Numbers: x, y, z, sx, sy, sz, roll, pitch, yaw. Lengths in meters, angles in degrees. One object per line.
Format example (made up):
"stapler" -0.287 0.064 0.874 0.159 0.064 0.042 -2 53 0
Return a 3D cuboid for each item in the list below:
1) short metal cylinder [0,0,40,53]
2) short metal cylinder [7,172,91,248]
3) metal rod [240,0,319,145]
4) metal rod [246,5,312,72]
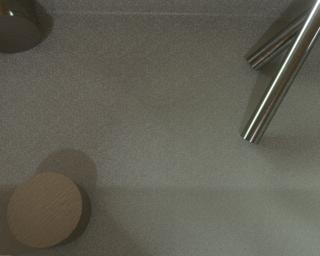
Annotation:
"short metal cylinder" -0.214 -0.149 0.432 0.081 0.080 0.050 -15 71 -6
"short metal cylinder" -0.125 0.096 0.360 0.081 0.050 0.080 0 70 0
"metal rod" 0.183 -0.115 0.382 0.025 0.025 0.298 28 100 9
"metal rod" 0.238 -0.177 0.384 0.299 0.025 0.025 -39 71 25
